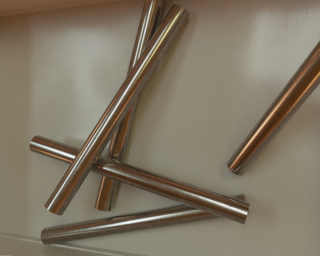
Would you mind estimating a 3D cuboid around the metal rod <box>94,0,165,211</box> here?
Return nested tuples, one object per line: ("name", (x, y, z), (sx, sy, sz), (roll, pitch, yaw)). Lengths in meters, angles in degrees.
("metal rod", (-0.043, -0.031, 0.424), (0.025, 0.025, 0.298), (16, 95, 19))

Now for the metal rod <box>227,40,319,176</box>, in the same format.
("metal rod", (0.152, -0.061, 0.297), (0.025, 0.025, 0.298), (39, 125, 15))

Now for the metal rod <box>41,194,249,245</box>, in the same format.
("metal rod", (-0.034, 0.128, 0.421), (0.301, 0.025, 0.025), (-15, 85, 19))

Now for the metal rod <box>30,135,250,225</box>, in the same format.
("metal rod", (-0.040, 0.059, 0.395), (0.301, 0.025, 0.025), (15, 95, 19))

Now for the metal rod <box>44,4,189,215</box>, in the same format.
("metal rod", (-0.052, -0.026, 0.392), (0.025, 0.025, 0.299), (31, 86, 17))
